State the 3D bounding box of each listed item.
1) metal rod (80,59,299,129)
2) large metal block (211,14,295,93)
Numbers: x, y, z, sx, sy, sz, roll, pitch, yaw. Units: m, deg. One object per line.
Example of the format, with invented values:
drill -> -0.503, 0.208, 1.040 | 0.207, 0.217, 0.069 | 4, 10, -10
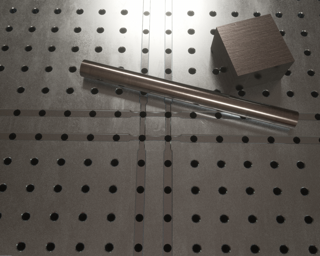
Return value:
metal rod -> 0.036, -0.048, 0.429 | 0.302, 0.025, 0.025 | 15, 71, 5
large metal block -> 0.127, -0.105, 0.438 | 0.081, 0.050, 0.080 | -16, 71, -6
